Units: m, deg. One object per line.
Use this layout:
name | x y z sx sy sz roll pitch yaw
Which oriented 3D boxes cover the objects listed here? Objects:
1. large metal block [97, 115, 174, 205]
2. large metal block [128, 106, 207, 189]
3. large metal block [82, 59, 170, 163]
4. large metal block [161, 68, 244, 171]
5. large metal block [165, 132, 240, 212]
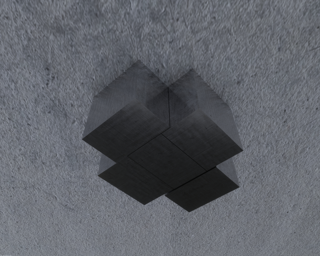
large metal block | -0.029 0.041 0.408 0.050 0.080 0.080 -35 122 25
large metal block | 0.009 0.015 0.387 0.050 0.080 0.080 -35 122 25
large metal block | -0.037 -0.020 0.356 0.080 0.080 0.050 -34 122 25
large metal block | 0.047 -0.010 0.365 0.050 0.080 0.080 -35 122 25
large metal block | 0.052 0.054 0.420 0.080 0.080 0.050 -34 122 25
